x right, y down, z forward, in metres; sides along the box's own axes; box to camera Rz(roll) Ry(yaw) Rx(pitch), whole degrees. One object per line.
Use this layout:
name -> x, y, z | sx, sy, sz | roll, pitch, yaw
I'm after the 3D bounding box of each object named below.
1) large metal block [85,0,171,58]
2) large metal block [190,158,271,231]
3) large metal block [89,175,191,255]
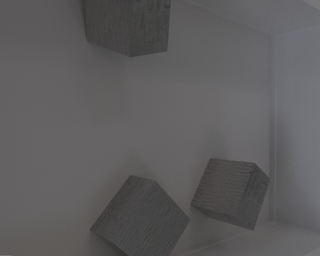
large metal block -> -0.035, -0.126, 0.325 | 0.050, 0.080, 0.079 | -21, 126, -38
large metal block -> 0.104, 0.095, 0.458 | 0.050, 0.080, 0.080 | 41, 65, -33
large metal block -> -0.021, 0.116, 0.373 | 0.080, 0.050, 0.080 | 52, 60, -27
